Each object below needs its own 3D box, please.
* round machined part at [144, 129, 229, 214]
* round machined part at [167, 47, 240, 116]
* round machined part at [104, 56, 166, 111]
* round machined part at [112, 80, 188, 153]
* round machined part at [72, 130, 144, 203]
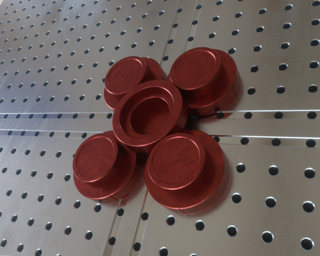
[{"bbox_3d":[0.025,0.044,0.355,0.098,0.042,0.098,-13,56,20],"label":"round machined part"},{"bbox_3d":[0.052,-0.068,0.410,0.098,0.042,0.098,-13,56,20],"label":"round machined part"},{"bbox_3d":[-0.042,-0.067,0.458,0.098,0.042,0.098,-13,56,20],"label":"round machined part"},{"bbox_3d":[-0.009,-0.012,0.406,0.098,0.042,0.098,-13,56,20],"label":"round machined part"},{"bbox_3d":[-0.074,0.046,0.407,0.098,0.042,0.098,-13,56,20],"label":"round machined part"}]
